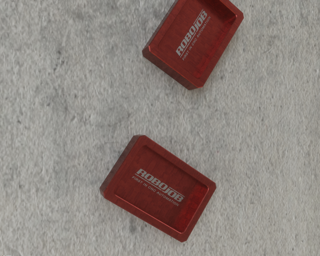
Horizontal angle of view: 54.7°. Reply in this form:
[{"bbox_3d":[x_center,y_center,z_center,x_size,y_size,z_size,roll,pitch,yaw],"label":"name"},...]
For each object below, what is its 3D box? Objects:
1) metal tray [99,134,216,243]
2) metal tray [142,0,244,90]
[{"bbox_3d":[0.000,0.079,0.407,0.130,0.030,0.090,35,78,-17],"label":"metal tray"},{"bbox_3d":[0.047,-0.129,0.424,0.090,0.030,0.130,35,79,-17],"label":"metal tray"}]
